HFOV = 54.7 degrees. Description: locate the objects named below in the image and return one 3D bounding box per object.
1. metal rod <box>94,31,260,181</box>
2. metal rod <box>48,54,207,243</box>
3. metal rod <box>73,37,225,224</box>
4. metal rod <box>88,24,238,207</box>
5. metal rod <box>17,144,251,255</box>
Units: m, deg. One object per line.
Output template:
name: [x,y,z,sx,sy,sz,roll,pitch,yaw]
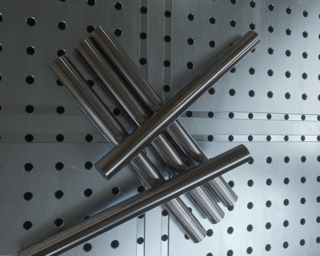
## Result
metal rod: [0.037,-0.043,0.406,0.301,0.025,0.025,-42,104,-24]
metal rod: [-0.034,0.036,0.401,0.025,0.025,0.300,-41,103,-16]
metal rod: [-0.007,0.013,0.411,0.025,0.025,0.300,-41,103,-16]
metal rod: [0.012,-0.007,0.418,0.025,0.025,0.300,-42,104,-15]
metal rod: [-0.022,0.093,0.383,0.302,0.025,0.025,-24,99,-11]
